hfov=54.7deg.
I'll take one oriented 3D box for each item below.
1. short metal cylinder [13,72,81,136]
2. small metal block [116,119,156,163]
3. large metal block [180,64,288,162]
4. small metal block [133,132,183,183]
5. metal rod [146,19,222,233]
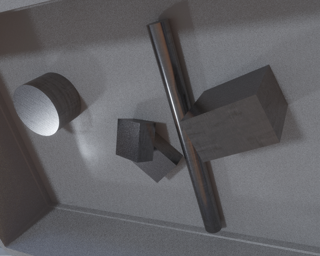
[{"bbox_3d":[-0.165,-0.035,0.455,0.080,0.050,0.079,13,124,20],"label":"short metal cylinder"},{"bbox_3d":[-0.033,0.015,0.411,0.050,0.025,0.050,12,100,49],"label":"small metal block"},{"bbox_3d":[0.079,-0.015,0.321,0.080,0.080,0.050,-20,108,35],"label":"large metal block"},{"bbox_3d":[-0.005,0.042,0.436,0.050,0.025,0.050,41,129,-1],"label":"small metal block"},{"bbox_3d":[0.038,0.015,0.396,0.025,0.025,0.298,-3,117,29],"label":"metal rod"}]
